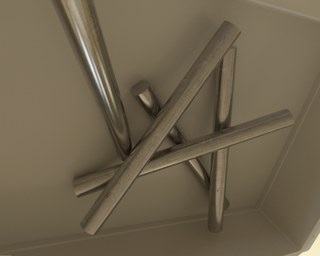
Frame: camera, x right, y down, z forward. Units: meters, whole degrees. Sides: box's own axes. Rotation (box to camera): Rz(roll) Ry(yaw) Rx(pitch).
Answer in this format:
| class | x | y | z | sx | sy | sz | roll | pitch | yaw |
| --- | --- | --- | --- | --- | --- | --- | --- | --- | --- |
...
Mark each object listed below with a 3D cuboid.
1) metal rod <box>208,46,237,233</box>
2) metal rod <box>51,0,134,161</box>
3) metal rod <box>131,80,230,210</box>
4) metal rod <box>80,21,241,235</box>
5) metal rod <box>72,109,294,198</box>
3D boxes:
| class | x | y | z | sx | sy | sz | roll | pitch | yaw |
| --- | --- | --- | --- | --- | --- | --- | --- | --- | --- |
| metal rod | 0.089 | 0.032 | 0.457 | 0.025 | 0.025 | 0.298 | -12 | 117 | -22 |
| metal rod | -0.051 | -0.037 | 0.277 | 0.025 | 0.025 | 0.299 | -28 | 154 | -11 |
| metal rod | 0.045 | 0.045 | 0.463 | 0.025 | 0.025 | 0.300 | -39 | 130 | -3 |
| metal rod | -0.002 | 0.003 | 0.375 | 0.025 | 0.025 | 0.299 | 32 | 95 | -39 |
| metal rod | 0.034 | 0.032 | 0.414 | 0.302 | 0.025 | 0.025 | -18 | 127 | -5 |
